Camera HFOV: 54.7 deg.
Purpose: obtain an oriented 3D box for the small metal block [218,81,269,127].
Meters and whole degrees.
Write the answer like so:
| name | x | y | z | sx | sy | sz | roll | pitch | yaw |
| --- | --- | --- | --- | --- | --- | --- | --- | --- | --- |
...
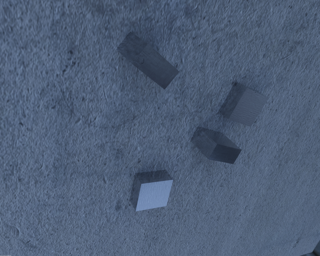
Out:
| name | x | y | z | sx | sy | sz | roll | pitch | yaw |
| --- | --- | --- | --- | --- | --- | --- | --- | --- | --- |
| small metal block | 0.122 | -0.034 | 0.452 | 0.050 | 0.025 | 0.050 | 15 | 110 | -35 |

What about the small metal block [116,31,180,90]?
| name | x | y | z | sx | sy | sz | roll | pitch | yaw |
| --- | --- | --- | --- | --- | --- | --- | --- | --- | --- |
| small metal block | -0.014 | -0.074 | 0.337 | 0.050 | 0.050 | 0.025 | 34 | 99 | -39 |

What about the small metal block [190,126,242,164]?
| name | x | y | z | sx | sy | sz | roll | pitch | yaw |
| --- | --- | --- | --- | --- | --- | --- | --- | --- | --- |
| small metal block | 0.081 | 0.025 | 0.450 | 0.050 | 0.050 | 0.025 | 14 | 111 | -34 |

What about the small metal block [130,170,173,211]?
| name | x | y | z | sx | sy | sz | roll | pitch | yaw |
| --- | --- | --- | --- | --- | --- | --- | --- | --- | --- |
| small metal block | -0.013 | 0.091 | 0.456 | 0.050 | 0.025 | 0.050 | -2 | 120 | -27 |
